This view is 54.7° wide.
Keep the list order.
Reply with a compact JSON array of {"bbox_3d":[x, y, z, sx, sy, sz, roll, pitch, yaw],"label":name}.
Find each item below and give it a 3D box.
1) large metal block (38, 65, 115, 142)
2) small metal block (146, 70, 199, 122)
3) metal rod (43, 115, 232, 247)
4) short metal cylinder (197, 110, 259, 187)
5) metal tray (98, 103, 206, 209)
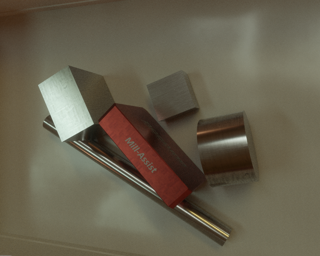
[{"bbox_3d":[-0.102,-0.030,0.414,0.050,0.080,0.080,-28,81,18],"label":"large metal block"},{"bbox_3d":[0.017,-0.040,0.401,0.050,0.025,0.050,-21,83,18],"label":"small metal block"},{"bbox_3d":[-0.042,0.062,0.423,0.301,0.025,0.025,30,100,17],"label":"metal rod"},{"bbox_3d":[0.078,0.024,0.351,0.050,0.080,0.080,-12,86,20],"label":"short metal cylinder"},{"bbox_3d":[-0.006,0.029,0.375,0.030,0.090,0.130,-45,77,14],"label":"metal tray"}]
